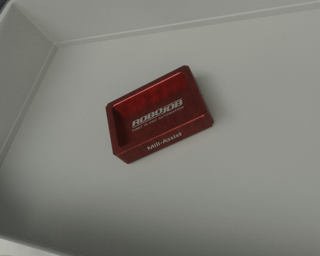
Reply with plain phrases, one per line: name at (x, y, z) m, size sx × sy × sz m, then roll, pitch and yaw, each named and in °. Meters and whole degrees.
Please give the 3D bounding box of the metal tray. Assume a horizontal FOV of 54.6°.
metal tray at (-0.005, -0.018, 0.413) m, size 0.130 × 0.030 × 0.090 m, roll -25°, pitch 53°, yaw 12°
